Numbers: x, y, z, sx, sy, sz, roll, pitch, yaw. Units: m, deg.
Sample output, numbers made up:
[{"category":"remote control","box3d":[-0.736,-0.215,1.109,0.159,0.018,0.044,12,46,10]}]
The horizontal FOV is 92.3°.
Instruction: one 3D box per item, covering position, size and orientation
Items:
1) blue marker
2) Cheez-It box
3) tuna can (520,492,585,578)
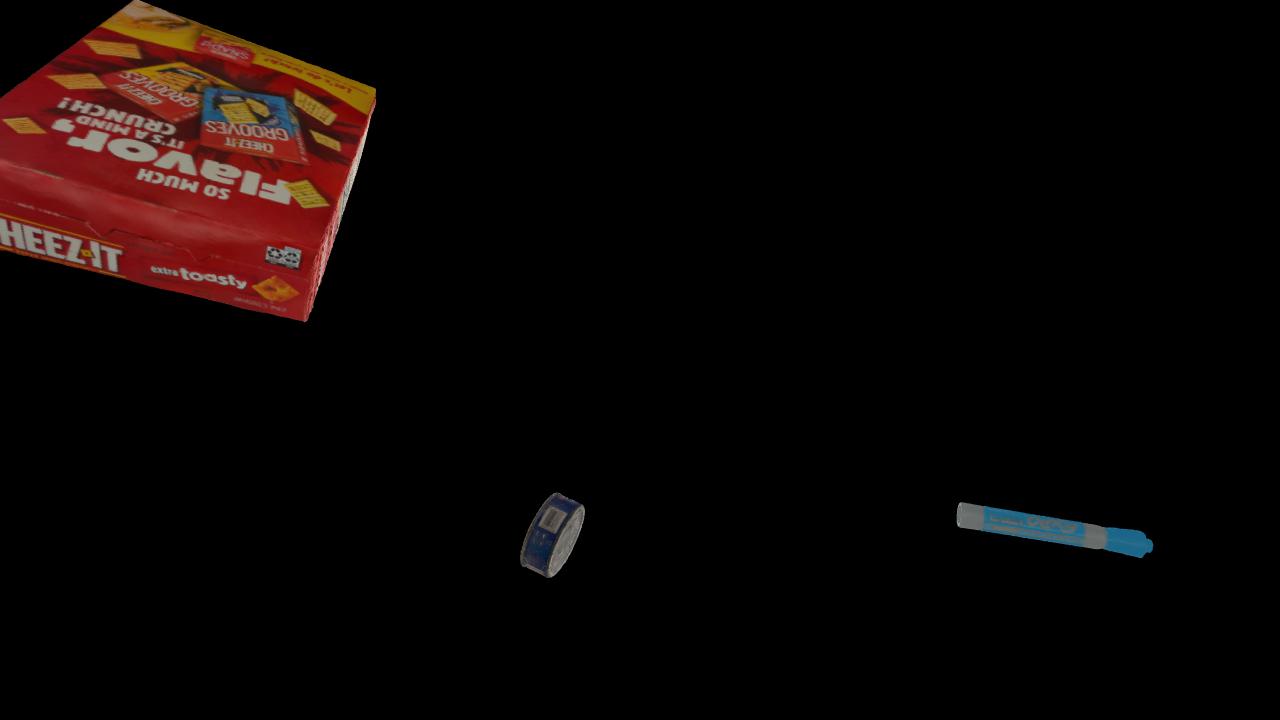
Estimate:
[{"category":"blue marker","box3d":[0.298,0.123,0.447,0.121,0.020,0.020,6,2,18]},{"category":"Cheez-It box","box3d":[-0.283,-0.140,0.411,0.166,0.223,0.071,14,-49,-25]},{"category":"tuna can","box3d":[-0.091,0.186,0.654,0.034,0.084,0.084,21,5,13]}]
